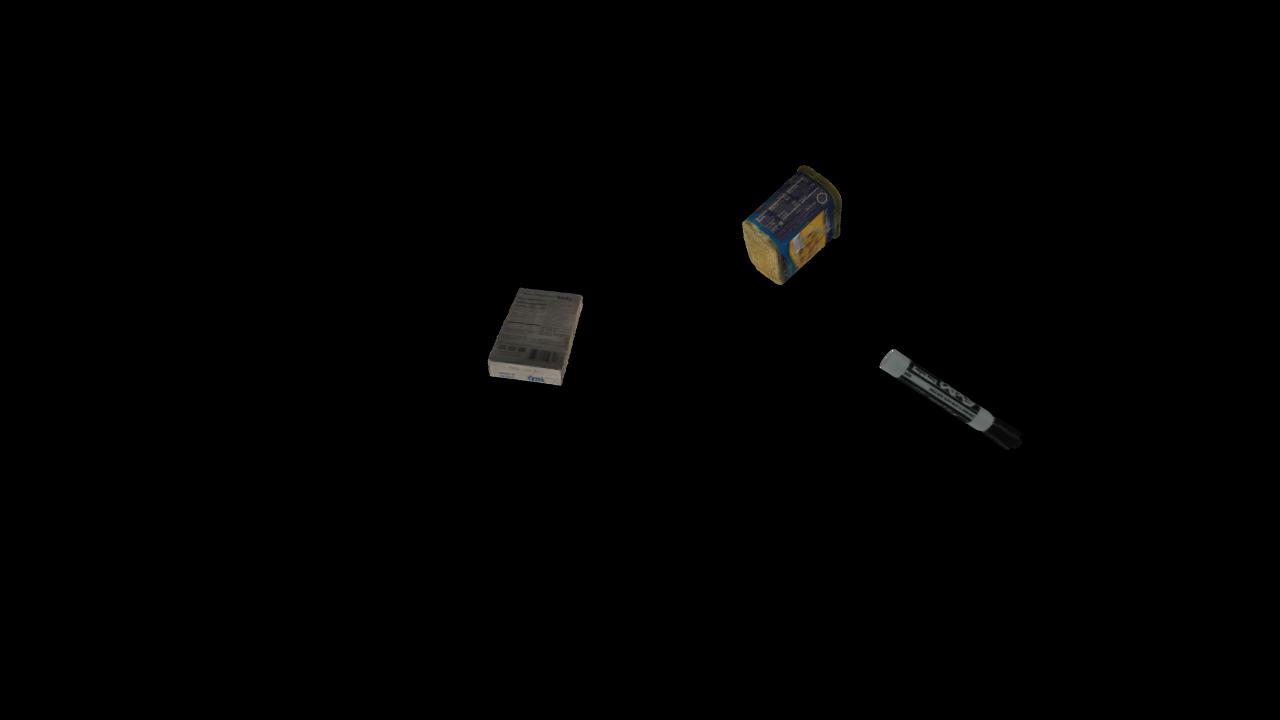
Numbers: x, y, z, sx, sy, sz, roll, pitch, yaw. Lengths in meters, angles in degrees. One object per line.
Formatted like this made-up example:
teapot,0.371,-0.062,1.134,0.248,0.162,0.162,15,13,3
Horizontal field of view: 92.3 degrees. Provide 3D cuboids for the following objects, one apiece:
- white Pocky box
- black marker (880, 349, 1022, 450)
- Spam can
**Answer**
white Pocky box,-0.120,-0.032,0.731,0.084,0.028,0.154,7,38,0
black marker,0.246,0.032,0.485,0.121,0.020,0.020,34,3,4
Spam can,0.157,-0.135,0.638,0.058,0.085,0.101,46,-1,25
